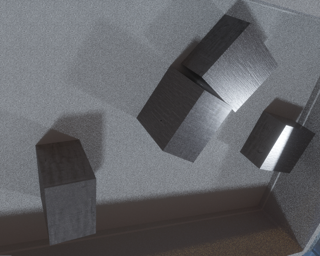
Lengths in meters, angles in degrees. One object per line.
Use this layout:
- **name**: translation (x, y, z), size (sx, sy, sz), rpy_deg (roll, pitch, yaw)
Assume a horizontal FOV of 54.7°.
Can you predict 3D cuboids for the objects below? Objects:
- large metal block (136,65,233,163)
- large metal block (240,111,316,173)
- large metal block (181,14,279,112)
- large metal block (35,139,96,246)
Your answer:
- **large metal block**: translation (0.026, -0.018, 0.376), size (0.050, 0.080, 0.080), rpy_deg (25, 105, -37)
- **large metal block**: translation (0.194, 0.025, 0.514), size (0.081, 0.050, 0.079), rpy_deg (12, 112, -33)
- **large metal block**: translation (0.089, -0.080, 0.391), size (0.080, 0.050, 0.080), rpy_deg (-48, 129, 6)
- **large metal block**: translation (-0.109, 0.071, 0.357), size (0.050, 0.080, 0.079), rpy_deg (-8, 122, -25)
